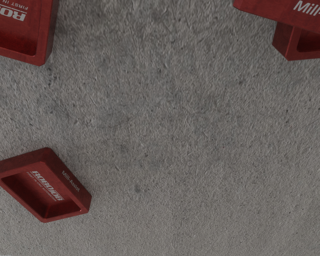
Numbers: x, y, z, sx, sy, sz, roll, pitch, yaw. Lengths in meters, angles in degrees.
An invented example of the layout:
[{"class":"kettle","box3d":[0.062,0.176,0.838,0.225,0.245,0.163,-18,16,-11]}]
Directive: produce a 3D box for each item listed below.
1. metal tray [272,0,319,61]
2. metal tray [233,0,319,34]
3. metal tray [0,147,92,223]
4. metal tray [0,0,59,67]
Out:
[{"class":"metal tray","box3d":[0.182,-0.115,0.293,0.131,0.030,0.089,-7,131,-8]},{"class":"metal tray","box3d":[0.127,-0.109,0.259,0.131,0.090,0.030,16,128,-1]},{"class":"metal tray","box3d":[-0.178,0.093,0.481,0.090,0.030,0.130,-16,129,13]},{"class":"metal tray","box3d":[-0.170,-0.121,0.298,0.131,0.030,0.089,15,129,-13]}]
